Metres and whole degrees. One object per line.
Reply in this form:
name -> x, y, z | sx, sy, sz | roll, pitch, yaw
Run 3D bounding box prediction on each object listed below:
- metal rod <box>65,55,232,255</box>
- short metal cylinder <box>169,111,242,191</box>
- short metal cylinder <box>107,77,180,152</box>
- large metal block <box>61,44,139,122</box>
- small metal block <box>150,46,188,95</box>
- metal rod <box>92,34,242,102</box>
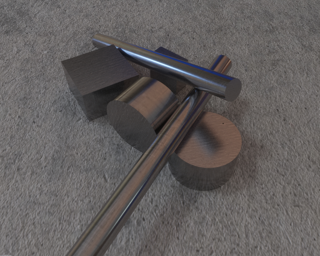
metal rod -> 0.008, 0.013, 0.327 | 0.025, 0.025, 0.301 | 24, 54, 19
short metal cylinder -> 0.051, 0.027, 0.365 | 0.081, 0.050, 0.080 | 0, 50, 0
short metal cylinder -> -0.018, -0.015, 0.380 | 0.080, 0.080, 0.050 | 30, 56, 23
large metal block -> -0.083, -0.066, 0.442 | 0.081, 0.050, 0.080 | -24, 54, -19
small metal block -> 0.013, -0.085, 0.459 | 0.050, 0.050, 0.025 | 33, 57, 24
metal rod -> -0.015, -0.094, 0.423 | 0.025, 0.025, 0.300 | -32, 39, -24
